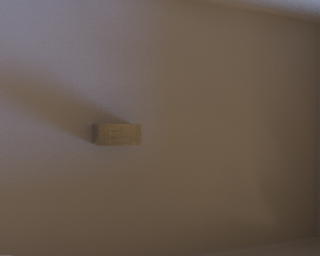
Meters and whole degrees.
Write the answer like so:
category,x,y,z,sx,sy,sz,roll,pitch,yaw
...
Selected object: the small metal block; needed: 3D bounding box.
category,x,y,z,sx,sy,sz,roll,pitch,yaw
small metal block,-0.053,0.008,0.377,0.050,0.050,0.025,0,90,-20
